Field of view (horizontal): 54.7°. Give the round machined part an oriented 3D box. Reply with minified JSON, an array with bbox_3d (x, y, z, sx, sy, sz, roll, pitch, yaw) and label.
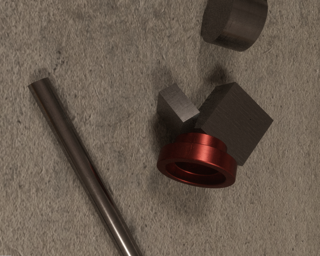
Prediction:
[{"bbox_3d":[0.048,0.039,0.393,0.099,0.098,0.042,24,62,-19],"label":"round machined part"}]

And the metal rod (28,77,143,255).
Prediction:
[{"bbox_3d":[-0.077,0.080,0.381,0.025,0.025,0.299,-29,100,-18],"label":"metal rod"}]

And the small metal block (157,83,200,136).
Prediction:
[{"bbox_3d":[0.022,-0.020,0.395,0.025,0.050,0.050,-31,70,-18],"label":"small metal block"}]

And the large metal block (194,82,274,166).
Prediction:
[{"bbox_3d":[0.096,-0.005,0.433,0.080,0.050,0.080,41,77,-16],"label":"large metal block"}]

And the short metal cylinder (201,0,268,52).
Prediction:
[{"bbox_3d":[0.098,-0.149,0.417,0.050,0.080,0.080,10,87,-20],"label":"short metal cylinder"}]
